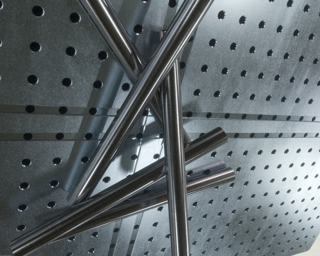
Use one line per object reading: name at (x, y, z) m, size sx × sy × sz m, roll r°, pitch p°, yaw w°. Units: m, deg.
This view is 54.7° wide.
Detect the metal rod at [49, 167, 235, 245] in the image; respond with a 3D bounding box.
metal rod at (-0.016, 0.112, 0.473) m, size 0.302 × 0.025 × 0.025 m, roll -14°, pitch 124°, yaw -21°

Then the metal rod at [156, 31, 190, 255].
metal rod at (0.018, 0.035, 0.387) m, size 0.025 × 0.025 × 0.298 m, roll -11°, pitch 106°, yaw -23°

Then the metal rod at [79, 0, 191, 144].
metal rod at (-0.029, -0.071, 0.352) m, size 0.025 × 0.025 × 0.299 m, roll -37°, pitch 130°, yaw -4°

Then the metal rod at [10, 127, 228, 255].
metal rod at (-0.043, 0.078, 0.403) m, size 0.302 × 0.025 × 0.025 m, roll -28°, pitch 128°, yaw -11°

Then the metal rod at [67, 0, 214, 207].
metal rod at (-0.034, -0.018, 0.356) m, size 0.025 × 0.025 × 0.298 m, roll 17°, pitch 117°, yaw -36°
